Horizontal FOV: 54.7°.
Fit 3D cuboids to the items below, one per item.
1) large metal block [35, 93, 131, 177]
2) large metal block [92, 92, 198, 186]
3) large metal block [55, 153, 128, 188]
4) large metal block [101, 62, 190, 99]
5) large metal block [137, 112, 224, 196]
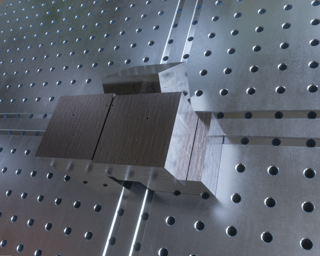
[{"bbox_3d":[-0.085,0.008,0.362,0.080,0.050,0.080,0,62,28],"label":"large metal block"},{"bbox_3d":[-0.013,0.011,0.324,0.080,0.050,0.080,0,62,28],"label":"large metal block"},{"bbox_3d":[-0.080,0.030,0.415,0.080,0.050,0.080,2,62,28],"label":"large metal block"},{"bbox_3d":[-0.016,-0.052,0.404,0.080,0.050,0.080,1,20,28],"label":"large metal block"},{"bbox_3d":[0.024,0.030,0.360,0.080,0.050,0.080,-1,61,27],"label":"large metal block"}]
